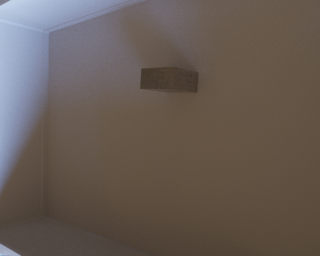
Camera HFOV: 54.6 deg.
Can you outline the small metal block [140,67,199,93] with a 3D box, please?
[{"bbox_3d":[0.012,-0.058,0.382,0.050,0.050,0.025,6,94,40],"label":"small metal block"}]
